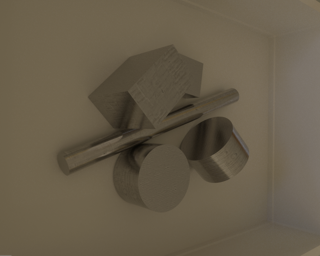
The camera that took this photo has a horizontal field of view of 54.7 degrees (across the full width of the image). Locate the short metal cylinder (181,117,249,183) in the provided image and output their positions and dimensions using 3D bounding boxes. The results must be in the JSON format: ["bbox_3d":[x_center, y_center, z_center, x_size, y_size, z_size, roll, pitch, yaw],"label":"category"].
[{"bbox_3d":[0.077,0.030,0.437,0.050,0.080,0.080,51,60,-29],"label":"short metal cylinder"}]

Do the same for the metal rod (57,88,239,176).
[{"bbox_3d":[0.009,-0.008,0.415,0.302,0.025,0.025,-23,105,-38],"label":"metal rod"}]

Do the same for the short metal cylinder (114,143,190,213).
[{"bbox_3d":[-0.009,0.059,0.382,0.081,0.050,0.079,0,90,-40],"label":"short metal cylinder"}]

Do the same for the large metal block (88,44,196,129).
[{"bbox_3d":[-0.021,-0.045,0.354,0.080,0.080,0.050,-51,121,-28],"label":"large metal block"}]

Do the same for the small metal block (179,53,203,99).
[{"bbox_3d":[0.032,-0.071,0.433,0.050,0.025,0.050,11,83,-40],"label":"small metal block"}]
